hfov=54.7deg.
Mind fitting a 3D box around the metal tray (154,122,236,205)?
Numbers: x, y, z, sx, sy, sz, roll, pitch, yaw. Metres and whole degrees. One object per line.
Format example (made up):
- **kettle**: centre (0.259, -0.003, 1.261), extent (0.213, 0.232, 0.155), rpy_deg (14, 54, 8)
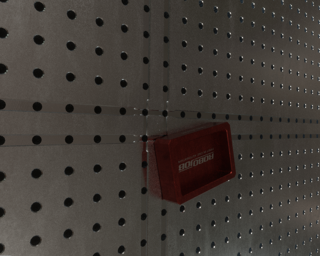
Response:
- **metal tray**: centre (0.056, 0.046, 0.455), extent (0.131, 0.030, 0.089), rpy_deg (-15, 100, -39)
